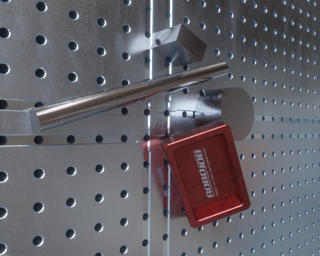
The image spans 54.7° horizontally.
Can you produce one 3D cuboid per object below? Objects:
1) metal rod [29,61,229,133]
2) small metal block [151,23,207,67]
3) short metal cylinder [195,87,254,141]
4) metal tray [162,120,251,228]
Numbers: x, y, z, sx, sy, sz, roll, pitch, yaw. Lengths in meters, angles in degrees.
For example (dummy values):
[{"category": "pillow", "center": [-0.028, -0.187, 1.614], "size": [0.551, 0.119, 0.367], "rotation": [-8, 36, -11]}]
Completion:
[{"category": "metal rod", "center": [-0.012, -0.050, 0.398], "size": [0.302, 0.025, 0.025], "rotation": [-21, 104, -38]}, {"category": "small metal block", "center": [0.025, -0.109, 0.414], "size": [0.050, 0.050, 0.025], "rotation": [28, 73, -37]}, {"category": "short metal cylinder", "center": [0.100, -0.021, 0.477], "size": [0.081, 0.050, 0.079], "rotation": [0, 90, -40]}, {"category": "metal tray", "center": [0.065, 0.065, 0.431], "size": [0.091, 0.030, 0.129], "rotation": [-19, 105, -3]}]
